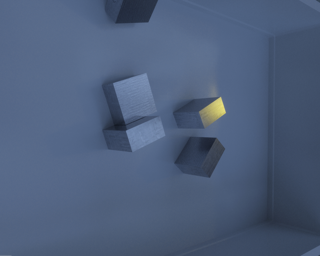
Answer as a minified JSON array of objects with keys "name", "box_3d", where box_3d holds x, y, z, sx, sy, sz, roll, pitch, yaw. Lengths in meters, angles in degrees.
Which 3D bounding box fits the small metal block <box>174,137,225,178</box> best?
[{"name":"small metal block","box_3d":[0.056,0.040,0.440,0.025,0.050,0.050,49,61,-30]}]

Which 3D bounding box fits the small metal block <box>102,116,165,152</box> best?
[{"name":"small metal block","box_3d":[-0.031,0.006,0.366,0.050,0.050,0.025,-25,107,-37]}]

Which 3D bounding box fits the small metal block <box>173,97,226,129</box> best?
[{"name":"small metal block","box_3d":[0.056,-0.021,0.439,0.050,0.050,0.025,-33,111,-35]}]

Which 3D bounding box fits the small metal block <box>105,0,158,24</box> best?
[{"name":"small metal block","box_3d":[-0.030,-0.152,0.363,0.050,0.050,0.025,-18,63,-39]}]

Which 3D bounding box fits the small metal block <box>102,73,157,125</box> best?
[{"name":"small metal block","box_3d":[-0.036,-0.036,0.378,0.050,0.025,0.050,-26,106,-37]}]
